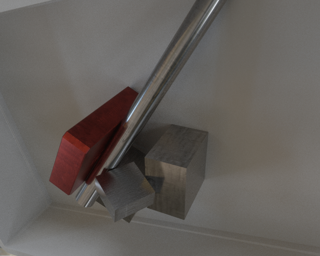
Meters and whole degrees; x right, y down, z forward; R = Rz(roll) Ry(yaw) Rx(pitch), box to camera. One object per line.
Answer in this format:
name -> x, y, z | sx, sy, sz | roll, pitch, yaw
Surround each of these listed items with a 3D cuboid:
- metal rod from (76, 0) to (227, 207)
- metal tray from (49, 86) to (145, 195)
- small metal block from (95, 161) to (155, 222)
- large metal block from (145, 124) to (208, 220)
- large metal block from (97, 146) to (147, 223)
metal rod -> -0.019, -0.022, 0.343 | 0.025, 0.025, 0.298 | 36, 112, 4
metal tray -> -0.073, 0.012, 0.383 | 0.030, 0.131, 0.089 | 36, 130, 5
small metal block -> -0.041, 0.073, 0.360 | 0.050, 0.050, 0.025 | 49, 146, 34
large metal block -> 0.023, 0.053, 0.392 | 0.050, 0.080, 0.079 | 13, 124, 21
large metal block -> -0.050, 0.073, 0.443 | 0.080, 0.080, 0.050 | 32, 128, 7
